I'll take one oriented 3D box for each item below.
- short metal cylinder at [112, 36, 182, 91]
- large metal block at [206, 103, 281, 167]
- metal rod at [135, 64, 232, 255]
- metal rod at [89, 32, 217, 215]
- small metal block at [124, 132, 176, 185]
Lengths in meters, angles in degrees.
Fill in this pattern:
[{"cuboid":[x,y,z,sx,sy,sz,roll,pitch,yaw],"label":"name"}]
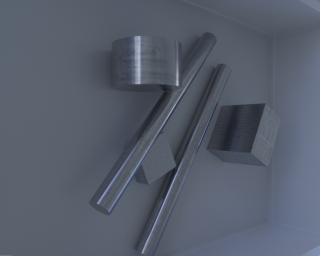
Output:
[{"cuboid":[-0.015,-0.071,0.360,0.081,0.080,0.050,-1,91,-40],"label":"short metal cylinder"},{"cuboid":[0.131,0.010,0.483,0.050,0.080,0.080,35,68,-35],"label":"large metal block"},{"cuboid":[0.041,0.032,0.443,0.025,0.025,0.300,40,66,-33],"label":"metal rod"},{"cuboid":[0.007,-0.027,0.392,0.025,0.025,0.301,51,53,-28],"label":"metal rod"},{"cuboid":[-0.012,0.038,0.399,0.050,0.025,0.050,-29,109,-36],"label":"small metal block"}]
